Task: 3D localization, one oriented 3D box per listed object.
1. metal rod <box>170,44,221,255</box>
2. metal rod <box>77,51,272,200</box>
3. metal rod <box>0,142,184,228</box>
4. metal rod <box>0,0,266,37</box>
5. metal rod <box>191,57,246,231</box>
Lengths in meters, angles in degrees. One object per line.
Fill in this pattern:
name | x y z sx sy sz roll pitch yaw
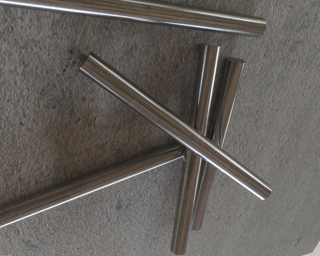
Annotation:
metal rod | 0.045 0.041 0.422 0.025 0.025 0.298 -2 109 -27
metal rod | 0.035 0.010 0.380 0.301 0.025 0.025 35 99 -23
metal rod | -0.080 0.068 0.404 0.302 0.025 0.025 -19 126 -17
metal rod | -0.008 -0.122 0.326 0.303 0.025 0.025 -3 120 -27
metal rod | 0.080 0.041 0.475 0.025 0.025 0.298 -6 121 -25
